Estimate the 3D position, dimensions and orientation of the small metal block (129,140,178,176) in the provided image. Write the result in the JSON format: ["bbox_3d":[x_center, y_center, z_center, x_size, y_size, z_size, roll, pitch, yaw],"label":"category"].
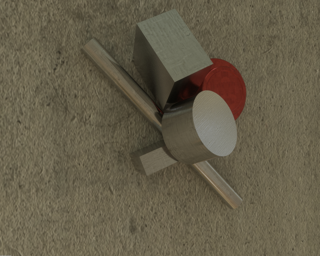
[{"bbox_3d":[-0.007,0.036,0.396,0.050,0.050,0.025,-23,97,-19],"label":"small metal block"}]

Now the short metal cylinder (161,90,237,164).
[{"bbox_3d":[0.049,0.000,0.376,0.080,0.050,0.080,18,62,-38],"label":"short metal cylinder"}]

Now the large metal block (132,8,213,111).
[{"bbox_3d":[0.010,-0.079,0.374,0.050,0.080,0.080,-28,78,-17],"label":"large metal block"}]

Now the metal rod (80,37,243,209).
[{"bbox_3d":[0.011,0.003,0.416,0.025,0.025,0.300,-47,105,-14],"label":"metal rod"}]

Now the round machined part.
[{"bbox_3d":[0.080,-0.049,0.431,0.099,0.042,0.097,0,90,-21],"label":"round machined part"}]
